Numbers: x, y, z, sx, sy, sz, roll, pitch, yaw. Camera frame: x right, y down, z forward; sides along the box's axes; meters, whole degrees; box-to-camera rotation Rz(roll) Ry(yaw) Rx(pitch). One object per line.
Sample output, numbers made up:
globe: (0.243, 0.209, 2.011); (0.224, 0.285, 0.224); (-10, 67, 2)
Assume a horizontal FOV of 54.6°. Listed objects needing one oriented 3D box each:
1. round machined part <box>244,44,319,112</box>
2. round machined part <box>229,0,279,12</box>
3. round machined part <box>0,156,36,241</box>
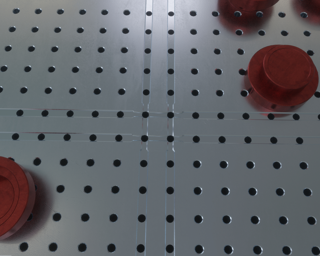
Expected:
round machined part: (0.172, -0.076, 0.431); (0.099, 0.042, 0.098); (0, 70, 0)
round machined part: (0.144, -0.224, 0.485); (0.099, 0.042, 0.098); (0, 70, 0)
round machined part: (-0.198, 0.086, 0.371); (0.099, 0.042, 0.098); (0, 70, 0)
